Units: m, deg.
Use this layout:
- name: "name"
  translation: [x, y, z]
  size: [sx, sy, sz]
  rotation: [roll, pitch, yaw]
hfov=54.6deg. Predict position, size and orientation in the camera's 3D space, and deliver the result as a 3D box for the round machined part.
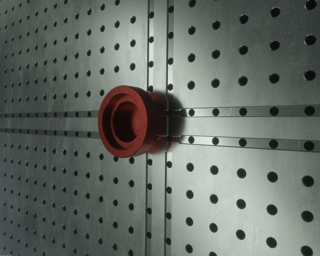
- name: "round machined part"
  translation: [-0.039, -0.009, 0.432]
  size: [0.098, 0.042, 0.097]
  rotation: [0, 90, 40]
